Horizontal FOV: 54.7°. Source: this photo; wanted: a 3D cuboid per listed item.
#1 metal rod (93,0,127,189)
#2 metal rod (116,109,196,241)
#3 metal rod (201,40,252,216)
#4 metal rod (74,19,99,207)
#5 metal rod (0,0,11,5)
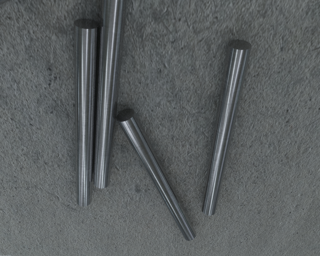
[{"bbox_3d":[-0.065,-0.029,0.381,0.025,0.025,0.298,7,130,-6],"label":"metal rod"},{"bbox_3d":[0.006,0.091,0.484,0.025,0.025,0.299,-15,129,12],"label":"metal rod"},{"bbox_3d":[0.084,0.024,0.428,0.025,0.025,0.298,0,130,-1],"label":"metal rod"},{"bbox_3d":[-0.099,0.006,0.410,0.025,0.025,0.298,7,130,-6],"label":"metal rod"},{"bbox_3d":[-0.178,-0.124,0.299,0.301,0.025,0.025,-17,128,13],"label":"metal rod"}]
